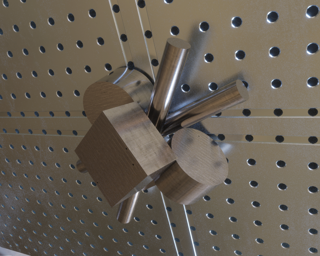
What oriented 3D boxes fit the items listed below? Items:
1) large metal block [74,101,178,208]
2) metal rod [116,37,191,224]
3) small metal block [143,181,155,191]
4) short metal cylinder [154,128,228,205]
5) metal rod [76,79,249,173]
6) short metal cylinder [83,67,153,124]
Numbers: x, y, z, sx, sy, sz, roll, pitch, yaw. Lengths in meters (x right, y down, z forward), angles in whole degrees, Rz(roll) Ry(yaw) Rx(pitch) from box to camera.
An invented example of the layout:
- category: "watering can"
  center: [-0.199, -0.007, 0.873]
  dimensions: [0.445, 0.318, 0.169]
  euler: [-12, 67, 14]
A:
- category: "large metal block"
  center: [-0.040, 0.030, 0.348]
  dimensions: [0.080, 0.050, 0.080]
  euler: [54, 131, 12]
- category: "metal rod"
  center: [-0.019, 0.027, 0.401]
  dimensions: [0.025, 0.025, 0.298]
  euler: [27, 128, 11]
- category: "small metal block"
  center: [-0.018, 0.058, 0.452]
  dimensions: [0.050, 0.025, 0.050]
  euler: [-31, 101, 38]
- category: "short metal cylinder"
  center: [0.036, 0.047, 0.381]
  dimensions: [0.080, 0.080, 0.050]
  euler: [40, 130, 1]
- category: "metal rod"
  center: [-0.019, 0.011, 0.423]
  dimensions: [0.299, 0.025, 0.025]
  euler: [-26, 105, 37]
- category: "short metal cylinder"
  center: [-0.050, -0.031, 0.397]
  dimensions: [0.080, 0.050, 0.079]
  euler: [13, 124, 21]
